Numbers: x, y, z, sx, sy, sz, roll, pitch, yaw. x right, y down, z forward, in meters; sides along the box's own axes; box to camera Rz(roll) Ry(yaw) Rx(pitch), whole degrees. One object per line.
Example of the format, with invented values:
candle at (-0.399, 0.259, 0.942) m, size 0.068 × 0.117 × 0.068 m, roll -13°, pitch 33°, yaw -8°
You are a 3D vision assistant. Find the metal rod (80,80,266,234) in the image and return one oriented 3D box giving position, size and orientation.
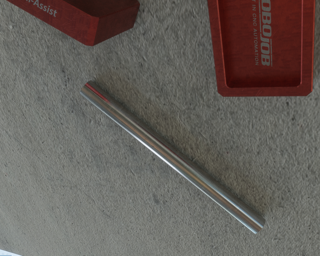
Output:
metal rod at (0.016, 0.038, 0.420) m, size 0.300 × 0.025 × 0.025 m, roll 39°, pitch 129°, yaw 1°

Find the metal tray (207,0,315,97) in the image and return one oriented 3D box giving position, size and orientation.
metal tray at (0.096, -0.095, 0.293) m, size 0.090 × 0.030 × 0.129 m, roll 2°, pitch 120°, yaw 26°

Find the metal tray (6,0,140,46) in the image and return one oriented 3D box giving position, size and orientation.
metal tray at (-0.099, -0.140, 0.328) m, size 0.130 × 0.090 × 0.030 m, roll 31°, pitch 128°, yaw 8°
